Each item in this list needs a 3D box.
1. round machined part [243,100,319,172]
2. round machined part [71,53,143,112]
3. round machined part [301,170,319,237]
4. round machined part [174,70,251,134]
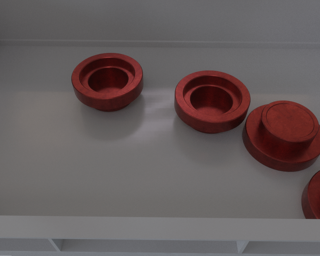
[{"bbox_3d":[0.158,0.003,0.392,0.099,0.042,0.098,0,50,0],"label":"round machined part"},{"bbox_3d":[-0.073,-0.061,0.445,0.099,0.042,0.098,0,50,0],"label":"round machined part"},{"bbox_3d":[0.208,0.080,0.328,0.099,0.042,0.098,0,50,0],"label":"round machined part"},{"bbox_3d":[0.068,-0.031,0.420,0.099,0.042,0.098,0,50,0],"label":"round machined part"}]
